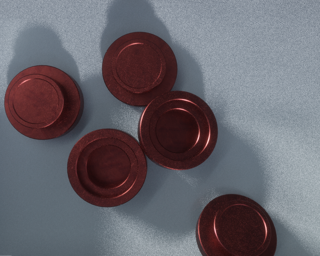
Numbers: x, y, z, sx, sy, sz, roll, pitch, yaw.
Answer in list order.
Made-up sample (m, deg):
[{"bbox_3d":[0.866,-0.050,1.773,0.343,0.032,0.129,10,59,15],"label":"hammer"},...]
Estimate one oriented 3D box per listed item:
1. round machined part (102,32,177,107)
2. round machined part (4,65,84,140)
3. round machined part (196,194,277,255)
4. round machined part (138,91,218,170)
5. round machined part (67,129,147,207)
[{"bbox_3d":[-0.027,-0.077,0.403,0.099,0.042,0.097,0,90,-1],"label":"round machined part"},{"bbox_3d":[-0.153,-0.033,0.401,0.099,0.042,0.097,0,90,-1],"label":"round machined part"},{"bbox_3d":[0.096,0.128,0.382,0.099,0.042,0.098,2,58,-4],"label":"round machined part"},{"bbox_3d":[0.020,0.005,0.396,0.099,0.042,0.097,2,82,-13],"label":"round machined part"},{"bbox_3d":[-0.065,0.049,0.402,0.099,0.042,0.097,0,90,-1],"label":"round machined part"}]
